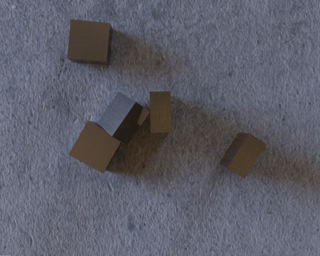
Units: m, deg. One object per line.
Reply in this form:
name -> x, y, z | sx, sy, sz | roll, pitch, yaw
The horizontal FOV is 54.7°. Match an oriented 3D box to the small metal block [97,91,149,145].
small metal block -> -0.047, -0.013, 0.394 | 0.025, 0.050, 0.050 | 35, 89, -38

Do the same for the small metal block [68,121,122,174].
small metal block -> -0.083, 0.025, 0.409 | 0.050, 0.025, 0.050 | 29, 90, -1

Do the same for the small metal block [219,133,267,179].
small metal block -> 0.105, 0.034, 0.399 | 0.025, 0.050, 0.050 | 33, 90, 0

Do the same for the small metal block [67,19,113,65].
small metal block -> -0.091, -0.112, 0.409 | 0.050, 0.025, 0.050 | 5, 90, -1

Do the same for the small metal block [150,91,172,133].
small metal block -> 0.001, -0.019, 0.398 | 0.025, 0.050, 0.050 | -2, 90, 0
